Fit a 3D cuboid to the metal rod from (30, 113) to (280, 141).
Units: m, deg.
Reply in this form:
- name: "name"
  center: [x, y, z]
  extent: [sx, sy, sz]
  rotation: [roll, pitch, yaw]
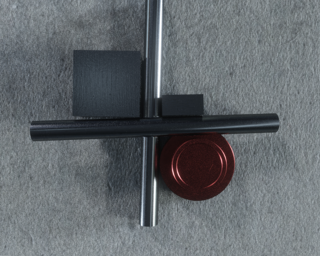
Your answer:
- name: "metal rod"
  center: [-0.002, -0.001, 0.386]
  extent: [0.302, 0.025, 0.025]
  rotation: [-2, 90, -5]

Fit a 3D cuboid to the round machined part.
- name: "round machined part"
  center: [0.049, 0.047, 0.402]
  extent: [0.099, 0.042, 0.097]
  rotation: [0, 90, -1]

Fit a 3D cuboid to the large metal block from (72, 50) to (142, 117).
- name: "large metal block"
  center: [-0.064, -0.054, 0.397]
  extent: [0.081, 0.050, 0.079]
  rotation: [1, 90, -1]

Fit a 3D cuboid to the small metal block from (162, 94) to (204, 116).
- name: "small metal block"
  center: [0.028, -0.028, 0.399]
  extent: [0.050, 0.050, 0.025]
  rotation: [-1, 90, -1]

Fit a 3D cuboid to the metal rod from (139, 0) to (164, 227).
- name: "metal rod"
  center: [-0.011, -0.022, 0.411]
  extent: [0.025, 0.025, 0.298]
  rotation: [2, 90, -1]
